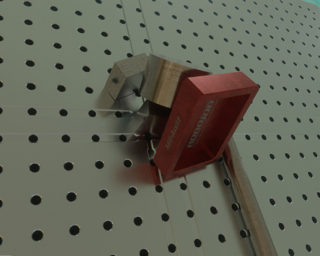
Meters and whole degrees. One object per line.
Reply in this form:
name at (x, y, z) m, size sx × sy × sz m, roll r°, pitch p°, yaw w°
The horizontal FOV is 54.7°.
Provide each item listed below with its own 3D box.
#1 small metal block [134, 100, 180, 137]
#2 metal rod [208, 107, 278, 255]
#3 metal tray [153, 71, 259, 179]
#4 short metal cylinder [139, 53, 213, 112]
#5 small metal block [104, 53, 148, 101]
small metal block at (-0.001, -0.011, 0.398) m, size 0.050 × 0.050 × 0.025 m, roll 10°, pitch 58°, yaw -23°
metal rod at (0.104, 0.058, 0.428) m, size 0.025 × 0.025 × 0.299 m, roll -1°, pitch 62°, yaw -29°
metal tray at (0.051, -0.002, 0.367) m, size 0.091 × 0.129 × 0.030 m, roll -12°, pitch 49°, yaw -33°
short metal cylinder at (0.019, -0.057, 0.382) m, size 0.080 × 0.050 × 0.080 m, roll 16°, pitch 16°, yaw -5°
small metal block at (-0.040, -0.068, 0.411) m, size 0.050 × 0.050 × 0.025 m, roll -29°, pitch 76°, yaw -37°
